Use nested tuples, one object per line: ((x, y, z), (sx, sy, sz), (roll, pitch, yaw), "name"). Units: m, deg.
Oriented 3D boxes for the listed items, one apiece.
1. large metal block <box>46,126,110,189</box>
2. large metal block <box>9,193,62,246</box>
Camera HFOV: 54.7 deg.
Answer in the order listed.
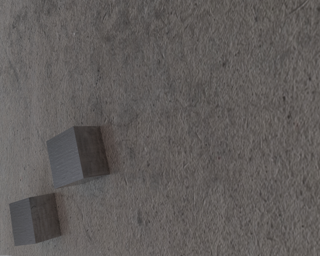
((-0.133, 0.047, 0.499), (0.080, 0.050, 0.080), (-23, 75, 37), "large metal block")
((-0.236, 0.173, 0.584), (0.080, 0.050, 0.080), (-22, 77, 38), "large metal block")
